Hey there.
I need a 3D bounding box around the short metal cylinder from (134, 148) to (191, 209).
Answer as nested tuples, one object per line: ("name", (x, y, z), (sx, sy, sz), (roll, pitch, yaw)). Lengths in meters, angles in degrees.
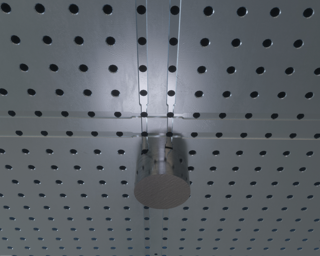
("short metal cylinder", (0.003, 0.076, 0.459), (0.080, 0.050, 0.080), (0, 130, 0))
